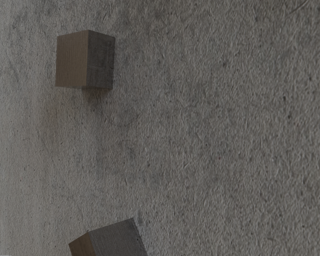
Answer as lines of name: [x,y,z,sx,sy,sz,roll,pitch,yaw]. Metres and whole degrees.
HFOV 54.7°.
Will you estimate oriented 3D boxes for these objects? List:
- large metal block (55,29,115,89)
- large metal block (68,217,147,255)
large metal block: [-0.118,-0.103,0.487,0.080,0.050,0.079,5,93,40]
large metal block: [-0.066,0.178,0.424,0.050,0.081,0.080,-38,67,33]
